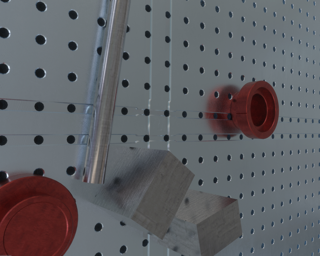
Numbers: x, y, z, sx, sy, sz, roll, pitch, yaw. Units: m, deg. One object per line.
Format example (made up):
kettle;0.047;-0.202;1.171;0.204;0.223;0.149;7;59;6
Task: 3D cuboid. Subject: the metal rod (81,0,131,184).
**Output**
metal rod;-0.056;-0.087;0.361;0.025;0.025;0.298;12;82;-39

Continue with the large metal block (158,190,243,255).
large metal block;0.050;0.127;0.416;0.081;0.080;0.050;-16;101;-39

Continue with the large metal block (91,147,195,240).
large metal block;-0.020;0.070;0.357;0.050;0.080;0.080;45;63;-31

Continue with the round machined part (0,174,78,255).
round machined part;-0.123;0.095;0.295;0.099;0.042;0.097;0;90;-40

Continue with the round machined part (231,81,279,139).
round machined part;0.159;-0.030;0.532;0.099;0.042;0.097;0;90;-40
